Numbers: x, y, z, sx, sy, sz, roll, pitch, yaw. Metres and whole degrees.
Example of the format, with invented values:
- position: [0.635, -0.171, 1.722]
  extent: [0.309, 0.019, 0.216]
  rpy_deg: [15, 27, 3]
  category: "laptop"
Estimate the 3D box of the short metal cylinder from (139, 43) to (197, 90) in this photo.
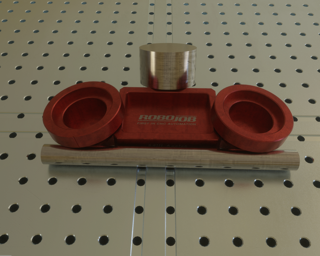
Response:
- position: [0.011, -0.090, 0.443]
  extent: [0.081, 0.050, 0.080]
  rpy_deg: [0, 24, 0]
  category: "short metal cylinder"

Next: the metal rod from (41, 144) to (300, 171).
- position: [0.011, 0.035, 0.373]
  extent: [0.302, 0.025, 0.025]
  rpy_deg: [1, 50, 1]
  category: "metal rod"

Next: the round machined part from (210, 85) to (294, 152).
- position: [0.112, -0.008, 0.392]
  extent: [0.099, 0.042, 0.098]
  rpy_deg: [5, 48, -6]
  category: "round machined part"

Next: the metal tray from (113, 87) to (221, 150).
- position: [0.010, -0.012, 0.409]
  extent: [0.131, 0.030, 0.090]
  rpy_deg: [1, 51, 0]
  category: "metal tray"

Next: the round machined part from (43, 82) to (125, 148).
- position: [-0.093, -0.012, 0.395]
  extent: [0.099, 0.042, 0.098]
  rpy_deg: [-5, 47, 6]
  category: "round machined part"
